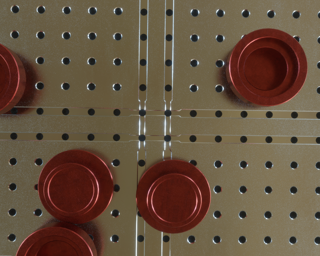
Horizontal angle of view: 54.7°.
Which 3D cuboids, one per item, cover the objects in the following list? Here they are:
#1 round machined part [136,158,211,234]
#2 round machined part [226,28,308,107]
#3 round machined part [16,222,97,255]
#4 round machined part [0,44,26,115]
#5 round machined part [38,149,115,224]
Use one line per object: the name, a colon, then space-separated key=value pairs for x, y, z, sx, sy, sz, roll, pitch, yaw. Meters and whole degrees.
round machined part: x=0.018 y=0.090 z=0.405 sx=0.099 sy=0.042 sz=0.097 roll=0 pitch=90 yaw=-1
round machined part: x=0.135 y=-0.076 z=0.407 sx=0.099 sy=0.042 sz=0.097 roll=0 pitch=90 yaw=-1
round machined part: x=-0.131 y=0.171 z=0.403 sx=0.099 sy=0.042 sz=0.097 roll=0 pitch=90 yaw=-1
round machined part: x=-0.223 y=-0.063 z=0.402 sx=0.099 sy=0.042 sz=0.097 roll=0 pitch=90 yaw=-1
round machined part: x=-0.110 y=0.077 z=0.404 sx=0.099 sy=0.042 sz=0.097 roll=0 pitch=90 yaw=-1
